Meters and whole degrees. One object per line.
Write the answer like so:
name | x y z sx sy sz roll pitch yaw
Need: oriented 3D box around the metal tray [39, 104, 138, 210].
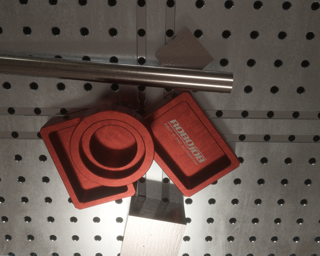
metal tray | -0.093 0.042 0.424 0.090 0.030 0.129 -16 110 5

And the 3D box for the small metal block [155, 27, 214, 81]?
small metal block | 0.029 -0.088 0.381 0.050 0.025 0.050 -40 106 13

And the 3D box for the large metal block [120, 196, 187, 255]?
large metal block | -0.011 0.153 0.456 0.081 0.050 0.079 11 110 -5

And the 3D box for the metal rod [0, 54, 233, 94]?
metal rod | -0.067 -0.067 0.370 0.302 0.025 0.025 5 110 4

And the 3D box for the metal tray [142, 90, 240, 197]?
metal tray | 0.035 0.021 0.418 0.090 0.030 0.130 -35 107 11

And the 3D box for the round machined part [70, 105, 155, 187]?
round machined part | -0.055 0.019 0.378 0.099 0.042 0.097 0 110 -1
